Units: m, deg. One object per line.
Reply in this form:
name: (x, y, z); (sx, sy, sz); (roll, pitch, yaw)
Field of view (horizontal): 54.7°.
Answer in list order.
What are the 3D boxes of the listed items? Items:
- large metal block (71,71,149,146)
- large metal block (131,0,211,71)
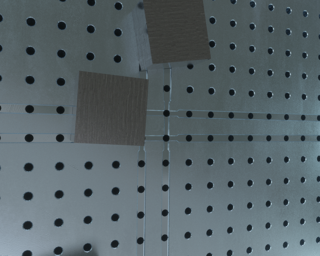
large metal block: (-0.062, -0.021, 0.377); (0.081, 0.050, 0.080); (4, 89, -20)
large metal block: (0.014, -0.122, 0.405); (0.081, 0.050, 0.079); (-10, 94, -20)
